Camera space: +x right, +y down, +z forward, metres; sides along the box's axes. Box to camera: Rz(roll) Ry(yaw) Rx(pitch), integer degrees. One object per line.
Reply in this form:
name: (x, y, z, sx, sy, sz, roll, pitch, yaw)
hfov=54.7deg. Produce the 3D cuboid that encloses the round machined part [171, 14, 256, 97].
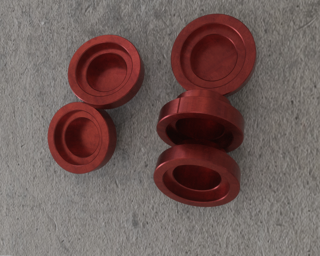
round machined part: (0.066, -0.083, 0.375, 0.098, 0.042, 0.097, -1, 88, 20)

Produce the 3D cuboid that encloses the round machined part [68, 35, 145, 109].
round machined part: (-0.068, -0.071, 0.415, 0.098, 0.042, 0.098, -3, 75, 10)

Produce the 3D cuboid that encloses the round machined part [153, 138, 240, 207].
round machined part: (0.045, 0.050, 0.366, 0.098, 0.098, 0.042, -3, 45, 20)

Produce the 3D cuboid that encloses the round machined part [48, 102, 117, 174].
round machined part: (-0.104, 0.013, 0.436, 0.098, 0.042, 0.097, 0, 91, 20)

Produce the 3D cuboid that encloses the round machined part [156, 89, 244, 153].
round machined part: (0.048, -0.009, 0.362, 0.098, 0.098, 0.042, 0, 59, 20)
